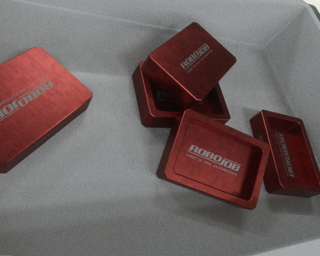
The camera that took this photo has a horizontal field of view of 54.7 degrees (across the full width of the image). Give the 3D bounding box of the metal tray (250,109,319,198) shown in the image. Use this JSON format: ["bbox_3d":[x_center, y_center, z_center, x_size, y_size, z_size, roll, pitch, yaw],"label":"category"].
[{"bbox_3d":[0.198,0.040,0.487,0.091,0.030,0.130,11,57,-23],"label":"metal tray"}]

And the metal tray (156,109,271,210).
[{"bbox_3d":[0.071,0.042,0.396,0.131,0.030,0.090,23,75,-15],"label":"metal tray"}]

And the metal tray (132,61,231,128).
[{"bbox_3d":[0.031,-0.045,0.448,0.131,0.030,0.090,1,61,-28],"label":"metal tray"}]

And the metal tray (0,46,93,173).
[{"bbox_3d":[-0.151,-0.025,0.337,0.090,0.030,0.131,42,51,0],"label":"metal tray"}]

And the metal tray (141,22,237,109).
[{"bbox_3d":[0.046,-0.092,0.446,0.090,0.030,0.131,43,51,1],"label":"metal tray"}]
